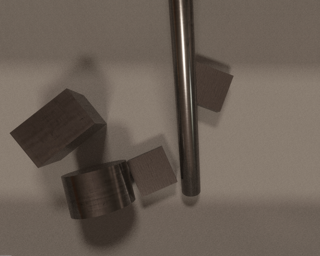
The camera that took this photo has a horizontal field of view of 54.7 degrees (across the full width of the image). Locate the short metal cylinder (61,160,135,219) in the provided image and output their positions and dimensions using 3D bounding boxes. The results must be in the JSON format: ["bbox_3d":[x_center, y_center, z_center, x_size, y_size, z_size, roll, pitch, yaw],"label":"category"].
[{"bbox_3d":[-0.075,0.074,0.383,0.080,0.080,0.050,-13,90,0],"label":"short metal cylinder"}]

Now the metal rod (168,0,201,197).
[{"bbox_3d":[0.029,-0.051,0.352,0.025,0.025,0.298,-6,115,0],"label":"metal rod"}]

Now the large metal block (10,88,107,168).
[{"bbox_3d":[-0.119,0.000,0.382,0.080,0.080,0.050,-38,90,0],"label":"large metal block"}]

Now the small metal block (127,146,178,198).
[{"bbox_3d":[-0.010,0.057,0.411,0.050,0.025,0.050,-24,90,-1],"label":"small metal block"}]

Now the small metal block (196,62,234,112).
[{"bbox_3d":[0.063,-0.053,0.412,0.050,0.025,0.050,21,90,-1],"label":"small metal block"}]
